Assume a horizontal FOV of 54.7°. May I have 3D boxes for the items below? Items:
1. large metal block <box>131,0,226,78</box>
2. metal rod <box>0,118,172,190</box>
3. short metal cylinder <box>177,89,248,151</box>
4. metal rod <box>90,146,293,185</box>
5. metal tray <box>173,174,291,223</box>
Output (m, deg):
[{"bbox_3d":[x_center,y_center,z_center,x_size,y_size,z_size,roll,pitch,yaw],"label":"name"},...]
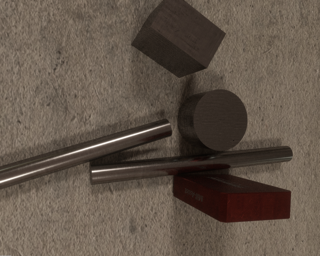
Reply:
[{"bbox_3d":[0.020,-0.111,0.388,0.080,0.080,0.050,32,80,-18],"label":"large metal block"},{"bbox_3d":[-0.126,0.040,0.362,0.302,0.025,0.025,-17,96,-20],"label":"metal rod"},{"bbox_3d":[0.071,-0.010,0.423,0.081,0.050,0.079,0,90,-21],"label":"short metal cylinder"},{"bbox_3d":[0.057,0.049,0.431,0.303,0.025,0.025,-3,91,-20],"label":"metal rod"},{"bbox_3d":[0.082,0.082,0.385,0.091,0.130,0.030,3,89,-20],"label":"metal tray"}]
